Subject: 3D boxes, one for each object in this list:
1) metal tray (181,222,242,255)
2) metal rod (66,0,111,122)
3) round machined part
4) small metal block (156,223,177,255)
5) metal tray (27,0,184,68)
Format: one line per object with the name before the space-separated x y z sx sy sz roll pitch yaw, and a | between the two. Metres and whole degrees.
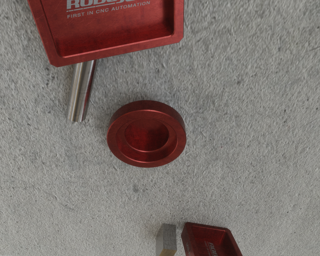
metal tray | 0.092 0.217 0.524 0.091 0.130 0.030 12 108 -11
metal rod | -0.059 -0.124 0.300 0.025 0.025 0.298 14 129 -12
round machined part | -0.016 0.003 0.399 0.099 0.042 0.097 -1 130 0
small metal block | 0.011 0.214 0.573 0.025 0.050 0.050 12 129 -10
metal tray | -0.045 -0.111 0.277 0.131 0.030 0.089 -15 138 -11
